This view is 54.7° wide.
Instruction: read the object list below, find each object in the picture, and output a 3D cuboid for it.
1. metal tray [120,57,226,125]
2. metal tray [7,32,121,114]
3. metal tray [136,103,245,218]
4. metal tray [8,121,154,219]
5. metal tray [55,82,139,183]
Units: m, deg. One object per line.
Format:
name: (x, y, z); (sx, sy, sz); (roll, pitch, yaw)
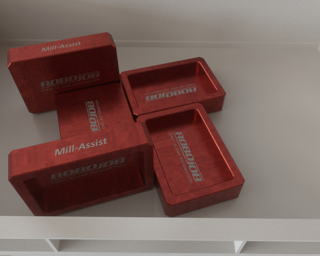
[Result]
metal tray: (0.016, -0.053, 0.445); (0.131, 0.030, 0.090); (-13, 51, -12)
metal tray: (-0.122, -0.073, 0.418); (0.131, 0.089, 0.030); (-14, 52, -12)
metal tray: (0.031, 0.032, 0.373); (0.091, 0.030, 0.130); (-13, 51, -12)
metal tray: (-0.073, 0.046, 0.320); (0.131, 0.089, 0.030); (-13, 52, -12)
metal tray: (-0.079, 0.002, 0.396); (0.091, 0.030, 0.130); (-13, 51, -12)
